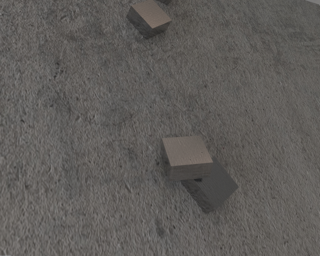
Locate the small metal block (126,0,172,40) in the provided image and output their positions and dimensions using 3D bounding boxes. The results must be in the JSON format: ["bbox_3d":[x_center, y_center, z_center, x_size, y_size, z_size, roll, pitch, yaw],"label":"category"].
[{"bbox_3d":[-0.018,-0.177,0.502,0.050,0.025,0.050,48,51,6],"label":"small metal block"}]

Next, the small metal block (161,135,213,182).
[{"bbox_3d":[0.031,0.036,0.378,0.050,0.025,0.050,-4,38,-12],"label":"small metal block"}]

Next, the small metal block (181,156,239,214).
[{"bbox_3d":[0.064,0.072,0.394,0.050,0.025,0.050,-30,79,-38],"label":"small metal block"}]

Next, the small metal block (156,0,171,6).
[{"bbox_3d":[-0.001,-0.256,0.559,0.050,0.025,0.050,18,55,-18],"label":"small metal block"}]
